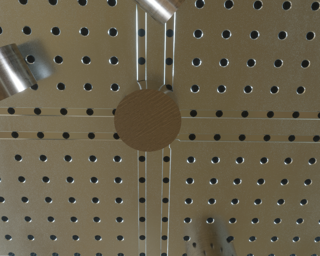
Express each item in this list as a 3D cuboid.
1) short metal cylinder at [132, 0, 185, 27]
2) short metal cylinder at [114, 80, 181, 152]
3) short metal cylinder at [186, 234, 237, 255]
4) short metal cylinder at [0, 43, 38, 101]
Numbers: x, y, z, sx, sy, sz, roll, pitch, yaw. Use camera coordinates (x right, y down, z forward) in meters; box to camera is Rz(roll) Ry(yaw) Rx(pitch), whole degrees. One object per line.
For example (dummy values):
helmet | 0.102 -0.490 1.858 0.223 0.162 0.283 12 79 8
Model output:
short metal cylinder | 0.009 -0.156 0.327 0.050 0.080 0.080 38 105 -13
short metal cylinder | -0.015 -0.016 0.394 0.081 0.050 0.079 0 110 -1
short metal cylinder | 0.082 0.213 0.480 0.081 0.050 0.079 0 110 -1
short metal cylinder | -0.193 -0.059 0.360 0.080 0.080 0.050 -21 109 7
